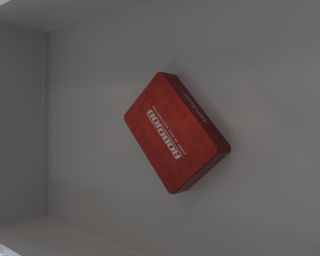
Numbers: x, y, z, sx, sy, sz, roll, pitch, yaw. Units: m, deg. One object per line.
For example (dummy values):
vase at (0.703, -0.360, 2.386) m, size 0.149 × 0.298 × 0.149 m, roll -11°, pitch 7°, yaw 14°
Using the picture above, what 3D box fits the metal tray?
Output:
metal tray at (0.016, 0.005, 0.392) m, size 0.090 × 0.030 × 0.130 m, roll -48°, pitch 61°, yaw 29°
